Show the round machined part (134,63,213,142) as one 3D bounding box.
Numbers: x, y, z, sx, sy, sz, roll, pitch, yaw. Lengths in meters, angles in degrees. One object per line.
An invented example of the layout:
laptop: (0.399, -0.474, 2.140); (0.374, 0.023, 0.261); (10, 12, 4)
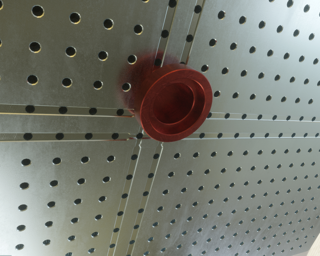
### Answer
round machined part: (0.013, -0.034, 0.388); (0.099, 0.042, 0.097); (-14, 125, -21)
